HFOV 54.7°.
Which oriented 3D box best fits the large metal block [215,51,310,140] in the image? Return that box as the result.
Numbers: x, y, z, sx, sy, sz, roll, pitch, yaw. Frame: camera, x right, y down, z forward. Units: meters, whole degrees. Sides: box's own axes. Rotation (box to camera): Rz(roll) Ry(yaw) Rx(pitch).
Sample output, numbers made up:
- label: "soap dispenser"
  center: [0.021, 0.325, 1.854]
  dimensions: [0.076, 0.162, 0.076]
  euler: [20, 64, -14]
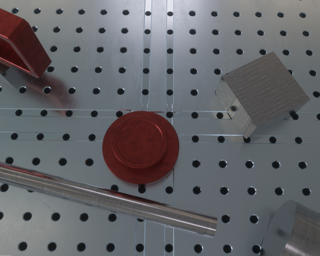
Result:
- label: "large metal block"
  center: [0.133, -0.043, 0.415]
  dimensions: [0.080, 0.050, 0.080]
  euler: [-26, 72, -9]

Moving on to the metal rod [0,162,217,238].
- label: "metal rod"
  center: [-0.081, 0.084, 0.380]
  dimensions: [0.302, 0.025, 0.025]
  euler: [13, 71, 4]

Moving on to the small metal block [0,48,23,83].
- label: "small metal block"
  center: [-0.220, -0.101, 0.447]
  dimensions: [0.050, 0.025, 0.050]
  euler: [37, 74, 12]

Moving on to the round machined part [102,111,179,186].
- label: "round machined part"
  center: [-0.024, 0.023, 0.394]
  dimensions: [0.099, 0.042, 0.098]
  euler: [0, 70, 0]

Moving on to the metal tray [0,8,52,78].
- label: "metal tray"
  center: [-0.213, -0.121, 0.393]
  dimensions: [0.130, 0.090, 0.030]
  euler: [26, 72, 9]

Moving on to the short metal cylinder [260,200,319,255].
- label: "short metal cylinder"
  center: [0.152, 0.126, 0.338]
  dimensions: [0.050, 0.080, 0.080]
  euler: [26, 72, 9]
